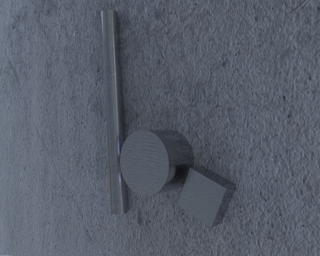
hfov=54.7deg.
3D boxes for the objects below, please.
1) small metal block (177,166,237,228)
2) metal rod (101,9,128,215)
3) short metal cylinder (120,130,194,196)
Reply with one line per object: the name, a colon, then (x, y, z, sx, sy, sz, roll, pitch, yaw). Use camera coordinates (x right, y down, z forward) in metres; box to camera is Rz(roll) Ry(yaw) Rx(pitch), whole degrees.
small metal block: (0.054, 0.078, 0.361, 0.050, 0.025, 0.050, 28, 107, 36)
metal rod: (-0.068, -0.025, 0.460, 0.025, 0.025, 0.298, -6, 86, 40)
short metal cylinder: (-0.004, 0.042, 0.392, 0.080, 0.050, 0.079, 0, 90, 40)
